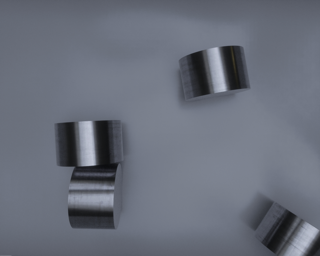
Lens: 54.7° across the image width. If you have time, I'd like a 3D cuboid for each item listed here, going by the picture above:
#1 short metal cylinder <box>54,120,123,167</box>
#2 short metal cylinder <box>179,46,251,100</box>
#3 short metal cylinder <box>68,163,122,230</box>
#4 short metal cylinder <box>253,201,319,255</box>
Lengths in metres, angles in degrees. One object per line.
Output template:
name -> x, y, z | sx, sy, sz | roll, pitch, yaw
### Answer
short metal cylinder -> -0.087, 0.017, 0.383 | 0.080, 0.080, 0.050 | -3, 90, 0
short metal cylinder -> 0.067, -0.065, 0.384 | 0.080, 0.080, 0.050 | -10, 90, 0
short metal cylinder -> -0.077, 0.083, 0.383 | 0.050, 0.080, 0.080 | 1, 90, 0
short metal cylinder -> 0.165, 0.135, 0.385 | 0.080, 0.080, 0.050 | 33, 90, 0
